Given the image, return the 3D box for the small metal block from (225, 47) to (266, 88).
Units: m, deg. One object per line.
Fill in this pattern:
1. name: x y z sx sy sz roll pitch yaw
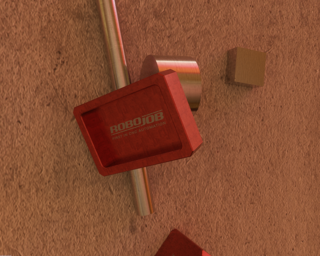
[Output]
1. small metal block: 0.126 -0.088 0.457 0.050 0.025 0.050 6 88 -20

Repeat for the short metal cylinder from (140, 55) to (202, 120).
1. short metal cylinder: 0.010 -0.049 0.385 0.050 0.080 0.079 -3 91 -20

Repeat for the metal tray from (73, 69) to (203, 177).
1. metal tray: -0.028 -0.002 0.348 0.030 0.130 0.090 -33 104 -58

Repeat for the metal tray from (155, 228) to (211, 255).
1. metal tray: 0.008 0.198 0.378 0.030 0.090 0.130 41 77 -16

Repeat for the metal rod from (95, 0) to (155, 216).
1. metal rod: -0.045 -0.037 0.393 0.025 0.025 0.298 -12 94 -20
